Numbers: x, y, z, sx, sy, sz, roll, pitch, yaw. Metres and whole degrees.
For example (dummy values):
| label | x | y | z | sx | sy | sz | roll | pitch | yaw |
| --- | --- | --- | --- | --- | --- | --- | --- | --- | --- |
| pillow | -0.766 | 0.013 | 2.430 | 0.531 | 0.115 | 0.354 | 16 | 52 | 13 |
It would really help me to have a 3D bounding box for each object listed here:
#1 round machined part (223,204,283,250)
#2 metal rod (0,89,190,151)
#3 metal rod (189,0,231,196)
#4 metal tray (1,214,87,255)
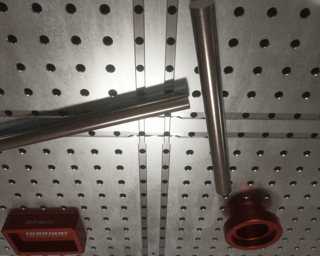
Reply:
| label | x | y | z | sx | sy | sz | roll | pitch | yaw |
| --- | --- | --- | --- | --- | --- | --- | --- | --- | --- |
| round machined part | 0.162 | 0.173 | 0.551 | 0.099 | 0.042 | 0.097 | -1 | 130 | 0 |
| metal rod | -0.110 | -0.004 | 0.406 | 0.301 | 0.025 | 0.025 | -12 | 129 | 9 |
| metal rod | 0.072 | -0.012 | 0.402 | 0.025 | 0.025 | 0.298 | -9 | 130 | 7 |
| metal tray | -0.211 | 0.200 | 0.575 | 0.131 | 0.030 | 0.089 | -2 | 130 | 1 |
